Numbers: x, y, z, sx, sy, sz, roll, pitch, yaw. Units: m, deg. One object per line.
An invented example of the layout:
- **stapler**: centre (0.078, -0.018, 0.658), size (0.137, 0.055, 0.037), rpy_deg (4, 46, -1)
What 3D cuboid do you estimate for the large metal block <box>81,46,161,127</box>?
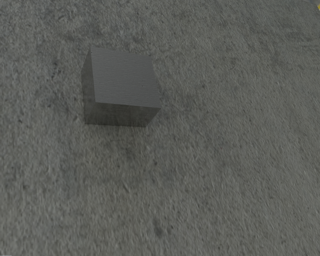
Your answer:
- **large metal block**: centre (-0.052, -0.049, 0.391), size (0.081, 0.050, 0.080), rpy_deg (3, 60, -27)
